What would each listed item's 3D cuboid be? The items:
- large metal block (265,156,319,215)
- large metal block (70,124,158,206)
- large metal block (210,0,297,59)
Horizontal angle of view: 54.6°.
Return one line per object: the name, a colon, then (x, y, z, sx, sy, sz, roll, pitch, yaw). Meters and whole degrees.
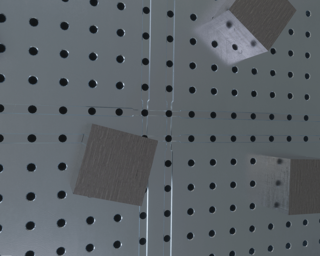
large metal block: (0.213, 0.086, 0.478, 0.081, 0.050, 0.080, 3, 89, -20)
large metal block: (-0.057, 0.043, 0.378, 0.080, 0.050, 0.080, 16, 85, -19)
large metal block: (0.134, -0.162, 0.448, 0.080, 0.050, 0.080, 40, 77, -16)
